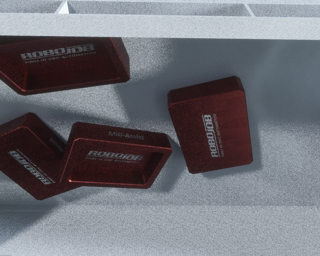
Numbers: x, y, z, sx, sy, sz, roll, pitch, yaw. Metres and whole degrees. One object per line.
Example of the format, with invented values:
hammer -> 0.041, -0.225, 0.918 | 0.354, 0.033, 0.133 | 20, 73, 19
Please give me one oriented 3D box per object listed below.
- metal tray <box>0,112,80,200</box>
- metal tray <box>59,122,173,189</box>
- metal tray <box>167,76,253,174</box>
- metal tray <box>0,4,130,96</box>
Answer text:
metal tray -> -0.178, 0.046, 0.443 | 0.090, 0.030, 0.130 | -21, 127, 17
metal tray -> -0.060, 0.041, 0.418 | 0.131, 0.030, 0.089 | 8, 130, -26
metal tray -> 0.069, 0.002, 0.408 | 0.090, 0.030, 0.129 | -12, 129, 10
metal tray -> -0.104, -0.074, 0.316 | 0.131, 0.030, 0.090 | -7, 158, 6
